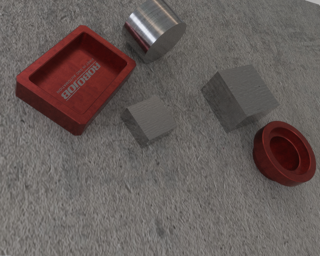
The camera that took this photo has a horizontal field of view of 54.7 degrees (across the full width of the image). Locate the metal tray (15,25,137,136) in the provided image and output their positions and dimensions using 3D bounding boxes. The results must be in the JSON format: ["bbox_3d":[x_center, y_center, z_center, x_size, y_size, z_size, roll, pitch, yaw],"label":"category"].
[{"bbox_3d":[-0.099,-0.064,0.385,0.090,0.030,0.130,35,51,-5],"label":"metal tray"}]

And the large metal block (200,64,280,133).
[{"bbox_3d":[0.124,-0.047,0.483,0.081,0.050,0.080,-17,71,-35],"label":"large metal block"}]

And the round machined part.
[{"bbox_3d":[0.180,0.041,0.464,0.099,0.042,0.098,14,56,-21],"label":"round machined part"}]

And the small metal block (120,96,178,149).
[{"bbox_3d":[-0.014,-0.008,0.401,0.050,0.025,0.050,-26,76,-37],"label":"small metal block"}]

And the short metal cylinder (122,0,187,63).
[{"bbox_3d":[-0.008,-0.140,0.450,0.050,0.080,0.081,50,51,6],"label":"short metal cylinder"}]
